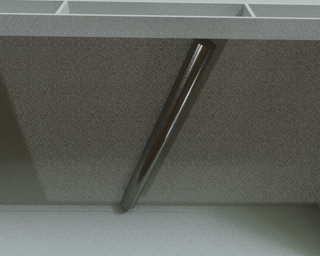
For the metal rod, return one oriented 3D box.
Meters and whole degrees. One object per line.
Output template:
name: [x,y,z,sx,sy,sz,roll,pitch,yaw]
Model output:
metal rod: [-0.002,0.016,0.419,0.025,0.025,0.298,15,129,-13]
